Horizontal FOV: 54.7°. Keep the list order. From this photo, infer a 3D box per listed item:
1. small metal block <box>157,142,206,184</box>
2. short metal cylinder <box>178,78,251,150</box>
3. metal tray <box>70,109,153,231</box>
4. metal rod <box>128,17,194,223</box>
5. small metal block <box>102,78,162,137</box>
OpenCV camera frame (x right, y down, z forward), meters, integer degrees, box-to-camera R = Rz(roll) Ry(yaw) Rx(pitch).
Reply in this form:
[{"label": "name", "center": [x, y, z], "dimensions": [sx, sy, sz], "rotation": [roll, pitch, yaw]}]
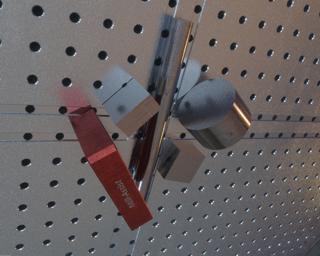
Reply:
[{"label": "small metal block", "center": [0.032, 0.053, 0.464], "dimensions": [0.050, 0.025, 0.050], "rotation": [16, 110, -35]}, {"label": "short metal cylinder", "center": [0.071, -0.018, 0.405], "dimensions": [0.080, 0.080, 0.050], "rotation": [-44, 130, 2]}, {"label": "metal tray", "center": [-0.057, 0.051, 0.370], "dimensions": [0.030, 0.090, 0.129], "rotation": [-29, 129, -10]}, {"label": "metal rod", "center": [-0.008, 0.008, 0.413], "dimensions": [0.025, 0.025, 0.298], "rotation": [0, 119, -29]}, {"label": "small metal block", "center": [-0.034, -0.025, 0.361], "dimensions": [0.050, 0.050, 0.025], "rotation": [-41, 130, 0]}]
